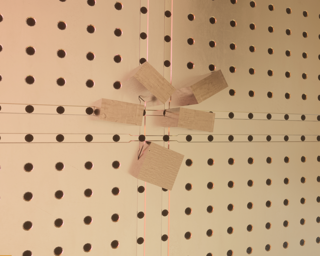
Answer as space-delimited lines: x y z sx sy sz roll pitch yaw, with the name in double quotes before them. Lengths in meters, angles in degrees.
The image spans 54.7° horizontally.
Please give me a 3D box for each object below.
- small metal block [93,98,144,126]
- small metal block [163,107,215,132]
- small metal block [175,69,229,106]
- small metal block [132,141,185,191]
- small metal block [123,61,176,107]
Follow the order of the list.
"small metal block" -0.052 -0.018 0.381 0.050 0.050 0.025 8 87 -20
"small metal block" 0.038 -0.010 0.415 0.050 0.050 0.025 8 88 -20
"small metal block" 0.055 -0.054 0.421 0.050 0.050 0.025 -30 101 -18
"small metal block" -0.002 0.050 0.413 0.050 0.025 0.050 24 82 -19
"small metal block" -0.014 -0.054 0.395 0.050 0.050 0.025 42 77 -16
